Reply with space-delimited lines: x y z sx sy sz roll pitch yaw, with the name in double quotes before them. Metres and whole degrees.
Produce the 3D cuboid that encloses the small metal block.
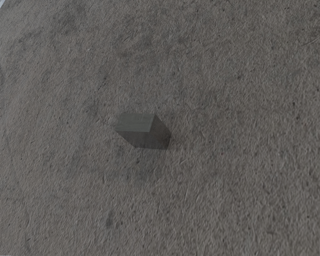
"small metal block" -0.020 0.005 0.397 0.050 0.050 0.025 2 63 29
